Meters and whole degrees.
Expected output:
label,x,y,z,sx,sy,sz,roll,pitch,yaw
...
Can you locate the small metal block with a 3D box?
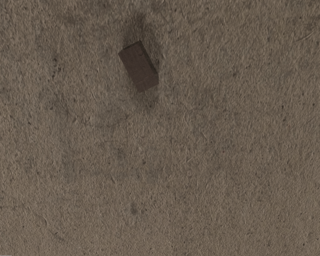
label,x,y,z,sx,sy,sz,roll,pitch,yaw
small metal block,-0.024,-0.074,0.369,0.025,0.050,0.050,-25,109,9
